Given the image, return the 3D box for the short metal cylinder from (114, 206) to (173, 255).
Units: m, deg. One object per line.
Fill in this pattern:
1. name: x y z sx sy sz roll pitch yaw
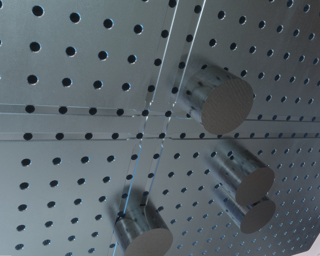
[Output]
1. short metal cylinder: -0.027 0.170 0.488 0.081 0.050 0.079 -14 125 -21

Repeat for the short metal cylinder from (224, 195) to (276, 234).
1. short metal cylinder: 0.169 0.152 0.584 0.081 0.050 0.079 -14 125 -21

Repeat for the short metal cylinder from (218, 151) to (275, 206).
1. short metal cylinder: 0.147 0.086 0.532 0.081 0.050 0.079 -14 124 -21

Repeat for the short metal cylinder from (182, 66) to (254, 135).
1. short metal cylinder: 0.077 -0.037 0.416 0.081 0.050 0.079 -14 125 -21
